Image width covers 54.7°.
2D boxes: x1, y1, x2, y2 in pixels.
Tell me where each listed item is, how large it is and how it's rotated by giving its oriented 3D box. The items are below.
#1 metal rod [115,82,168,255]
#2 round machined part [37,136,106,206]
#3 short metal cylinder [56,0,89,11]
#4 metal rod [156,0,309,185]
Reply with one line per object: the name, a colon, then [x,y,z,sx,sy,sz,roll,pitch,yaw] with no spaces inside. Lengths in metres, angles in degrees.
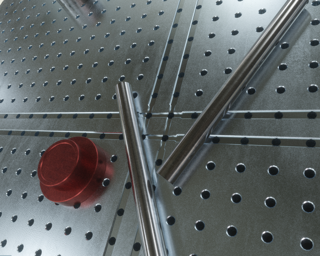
metal rod: [-0.025,0.056,0.385,0.025,0.025,0.299,-24,53,13]
round machined part: [-0.128,0.055,0.429,0.098,0.042,0.098,-13,56,20]
short metal cylinder: [-0.196,-0.304,0.678,0.080,0.050,0.080,-13,56,20]
metal rod: [0.096,-0.057,0.391,0.025,0.025,0.300,31,78,37]
